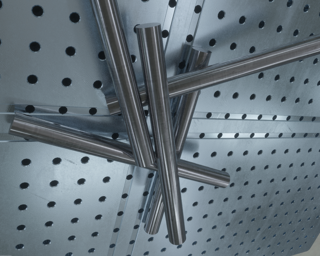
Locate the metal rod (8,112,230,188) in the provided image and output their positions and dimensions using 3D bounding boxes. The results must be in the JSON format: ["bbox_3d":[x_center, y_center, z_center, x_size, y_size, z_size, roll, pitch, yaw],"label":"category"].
[{"bbox_3d":[-0.029,0.037,0.396,0.302,0.025,0.025,18,109,-28],"label":"metal rod"}]

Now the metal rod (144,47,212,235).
[{"bbox_3d":[0.019,0.035,0.444,0.025,0.025,0.298,-1,119,-29],"label":"metal rod"}]

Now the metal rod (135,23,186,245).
[{"bbox_3d":[0.007,0.029,0.376,0.025,0.025,0.298,-18,120,-18],"label":"metal rod"}]

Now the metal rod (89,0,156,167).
[{"bbox_3d":[-0.046,-0.089,0.305,0.025,0.025,0.298,-21,119,-16],"label":"metal rod"}]

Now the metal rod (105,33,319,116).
[{"bbox_3d":[0.084,-0.069,0.373,0.302,0.025,0.025,-17,127,-4],"label":"metal rod"}]
